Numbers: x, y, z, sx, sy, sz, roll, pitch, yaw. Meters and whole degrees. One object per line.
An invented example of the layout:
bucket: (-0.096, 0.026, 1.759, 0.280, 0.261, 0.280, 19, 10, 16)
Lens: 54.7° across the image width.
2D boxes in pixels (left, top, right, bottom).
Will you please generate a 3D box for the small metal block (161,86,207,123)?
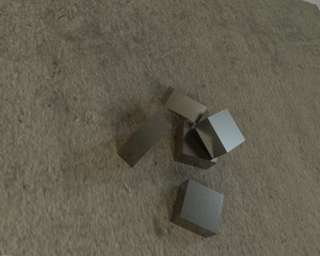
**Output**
small metal block: (0.031, -0.033, 0.425, 0.050, 0.025, 0.050, 28, 8, -11)

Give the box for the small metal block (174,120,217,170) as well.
small metal block: (0.048, 0.023, 0.417, 0.050, 0.025, 0.050, 17, 55, -19)

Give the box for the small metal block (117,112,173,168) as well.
small metal block: (-0.019, 0.014, 0.370, 0.025, 0.050, 0.050, 44, 51, 2)

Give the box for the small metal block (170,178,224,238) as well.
small metal block: (0.045, 0.096, 0.371, 0.050, 0.025, 0.050, 28, 52, -11)

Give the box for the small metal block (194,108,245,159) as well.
small metal block: (0.080, 0.007, 0.412, 0.050, 0.025, 0.050, -23, 83, -46)
